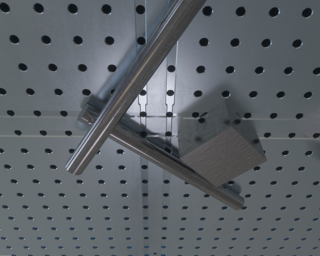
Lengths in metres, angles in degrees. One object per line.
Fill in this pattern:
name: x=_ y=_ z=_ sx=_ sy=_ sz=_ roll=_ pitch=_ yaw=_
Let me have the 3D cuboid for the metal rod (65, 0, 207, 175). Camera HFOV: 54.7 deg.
metal rod: x=-0.029 y=-0.051 z=0.346 sx=0.025 sy=0.025 sz=0.298 roll=28 pitch=118 yaw=-22

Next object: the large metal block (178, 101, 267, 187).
large metal block: x=0.082 y=0.025 z=0.417 sx=0.080 sy=0.050 sz=0.080 roll=-35 pitch=122 yaw=26

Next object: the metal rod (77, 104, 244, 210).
metal rod: x=0.017 y=0.053 z=0.456 sx=0.301 sy=0.025 sz=0.025 roll=33 pitch=123 yaw=-25
